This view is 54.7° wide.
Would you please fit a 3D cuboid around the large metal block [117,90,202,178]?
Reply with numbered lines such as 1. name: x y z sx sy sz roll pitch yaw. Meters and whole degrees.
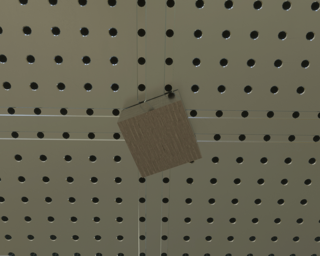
1. large metal block: 0.001 0.007 0.400 0.080 0.050 0.080 -20 109 6
